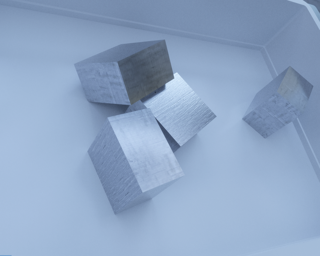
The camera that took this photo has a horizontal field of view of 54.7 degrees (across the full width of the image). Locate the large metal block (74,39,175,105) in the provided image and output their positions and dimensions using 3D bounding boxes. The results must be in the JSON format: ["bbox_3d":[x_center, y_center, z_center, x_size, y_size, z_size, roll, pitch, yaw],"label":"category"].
[{"bbox_3d":[-0.043,-0.070,0.382,0.080,0.080,0.050,-37,122,-39],"label":"large metal block"}]

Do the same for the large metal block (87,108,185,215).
[{"bbox_3d":[-0.030,0.037,0.333,0.050,0.080,0.080,-16,70,-35],"label":"large metal block"}]

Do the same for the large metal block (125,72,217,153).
[{"bbox_3d":[0.013,-0.015,0.407,0.080,0.050,0.081,49,51,6],"label":"large metal block"}]

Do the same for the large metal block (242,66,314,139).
[{"bbox_3d":[0.190,-0.041,0.501,0.050,0.080,0.080,41,51,-1],"label":"large metal block"}]
